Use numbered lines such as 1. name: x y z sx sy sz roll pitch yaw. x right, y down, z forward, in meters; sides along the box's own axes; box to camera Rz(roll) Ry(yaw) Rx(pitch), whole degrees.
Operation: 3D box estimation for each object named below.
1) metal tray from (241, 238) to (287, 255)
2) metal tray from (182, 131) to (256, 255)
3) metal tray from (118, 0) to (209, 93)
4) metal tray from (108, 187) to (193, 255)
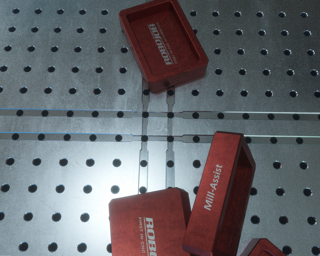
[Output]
1. metal tray: 0.107 0.199 0.336 0.090 0.030 0.130 40 75 13
2. metal tray: 0.071 0.080 0.341 0.030 0.090 0.130 6 63 30
3. metal tray: 0.003 -0.126 0.455 0.090 0.030 0.130 -21 71 -8
4. metal tray: -0.006 0.138 0.343 0.090 0.030 0.130 -14 69 16
